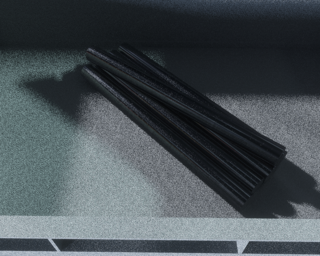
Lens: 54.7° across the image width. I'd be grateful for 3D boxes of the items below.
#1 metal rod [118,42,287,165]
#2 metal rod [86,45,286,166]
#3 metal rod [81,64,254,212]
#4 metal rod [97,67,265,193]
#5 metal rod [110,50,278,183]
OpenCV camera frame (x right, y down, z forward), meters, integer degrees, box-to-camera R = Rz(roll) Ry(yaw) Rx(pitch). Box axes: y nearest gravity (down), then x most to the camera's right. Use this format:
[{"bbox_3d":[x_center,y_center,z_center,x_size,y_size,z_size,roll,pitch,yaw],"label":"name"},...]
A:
[{"bbox_3d":[0.043,-0.046,0.442,0.025,0.025,0.300,-36,59,-26],"label":"metal rod"},{"bbox_3d":[0.016,-0.040,0.403,0.300,0.025,0.025,32,57,23],"label":"metal rod"},{"bbox_3d":[-0.008,-0.003,0.406,0.025,0.025,0.300,-36,59,-26],"label":"metal rod"},{"bbox_3d":[0.007,-0.018,0.419,0.025,0.025,0.300,-36,59,-26],"label":"metal rod"},{"bbox_3d":[0.026,-0.030,0.429,0.025,0.025,0.300,-36,59,-26],"label":"metal rod"}]
